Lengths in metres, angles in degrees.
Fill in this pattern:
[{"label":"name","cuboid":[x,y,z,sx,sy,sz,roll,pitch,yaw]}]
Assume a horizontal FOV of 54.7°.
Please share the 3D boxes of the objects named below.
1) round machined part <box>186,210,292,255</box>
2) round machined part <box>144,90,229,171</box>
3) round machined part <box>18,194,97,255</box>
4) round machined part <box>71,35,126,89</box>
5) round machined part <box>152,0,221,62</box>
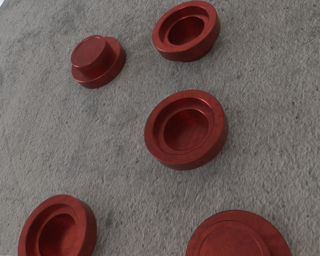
[{"label":"round machined part","cuboid":[0.068,0.123,0.282,0.098,0.042,0.098,-13,56,21]},{"label":"round machined part","cuboid":[0.034,0.006,0.372,0.098,0.042,0.098,-13,56,21]},{"label":"round machined part","cuboid":[-0.117,0.133,0.373,0.098,0.042,0.098,-13,56,21]},{"label":"round machined part","cuboid":[-0.110,-0.118,0.523,0.098,0.042,0.098,-13,56,21]},{"label":"round machined part","cuboid":[0.041,-0.136,0.455,0.098,0.042,0.098,-13,56,21]}]
